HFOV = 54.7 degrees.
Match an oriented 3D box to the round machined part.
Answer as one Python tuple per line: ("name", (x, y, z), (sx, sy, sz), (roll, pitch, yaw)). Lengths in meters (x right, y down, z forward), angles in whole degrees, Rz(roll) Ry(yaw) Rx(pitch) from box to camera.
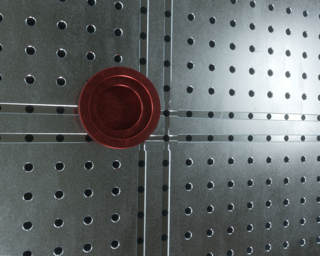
("round machined part", (-0.052, -0.024, 0.385), (0.099, 0.042, 0.097), (0, 90, -21))
